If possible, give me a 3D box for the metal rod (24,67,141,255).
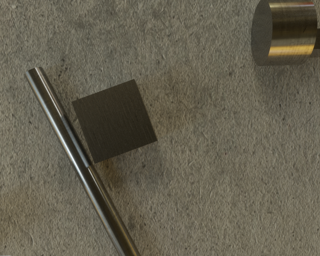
[{"bbox_3d":[-0.097,0.058,0.408,0.025,0.025,0.299,-28,90,0],"label":"metal rod"}]

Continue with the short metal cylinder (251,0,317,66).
[{"bbox_3d":[0.150,-0.118,0.384,0.050,0.080,0.079,-2,90,0],"label":"short metal cylinder"}]

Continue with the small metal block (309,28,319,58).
[{"bbox_3d":[0.210,-0.109,0.400,0.050,0.050,0.025,-2,90,-1],"label":"small metal block"}]

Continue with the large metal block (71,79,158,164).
[{"bbox_3d":[-0.055,-0.008,0.397,0.080,0.050,0.080,-20,90,-1],"label":"large metal block"}]
